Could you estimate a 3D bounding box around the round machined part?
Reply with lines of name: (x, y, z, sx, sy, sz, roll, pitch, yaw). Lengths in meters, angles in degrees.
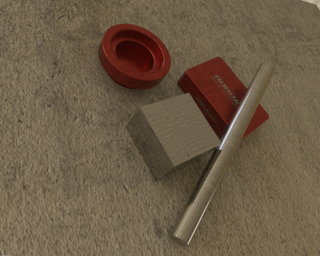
round machined part: (-0.038, -0.094, 0.431, 0.099, 0.042, 0.098, 14, 56, -21)

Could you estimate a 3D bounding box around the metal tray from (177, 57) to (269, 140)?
metal tray: (0.100, -0.044, 0.483, 0.091, 0.030, 0.130, -30, 78, -38)

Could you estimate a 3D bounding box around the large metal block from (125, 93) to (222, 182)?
large metal block: (0.016, 0.010, 0.392, 0.081, 0.050, 0.080, -20, 73, -36)

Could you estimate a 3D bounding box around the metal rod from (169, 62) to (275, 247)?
metal rod: (0.095, 0.015, 0.413, 0.025, 0.025, 0.301, 37, 61, -5)
